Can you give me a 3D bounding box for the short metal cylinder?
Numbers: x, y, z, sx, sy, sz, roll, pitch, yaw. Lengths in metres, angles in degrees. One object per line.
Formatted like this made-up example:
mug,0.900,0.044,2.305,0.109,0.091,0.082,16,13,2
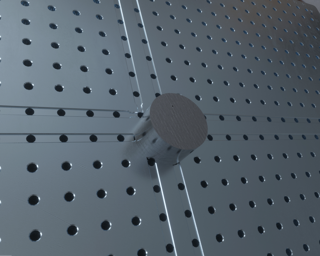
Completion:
short metal cylinder,0.014,0.002,0.400,0.081,0.050,0.080,14,56,-21
